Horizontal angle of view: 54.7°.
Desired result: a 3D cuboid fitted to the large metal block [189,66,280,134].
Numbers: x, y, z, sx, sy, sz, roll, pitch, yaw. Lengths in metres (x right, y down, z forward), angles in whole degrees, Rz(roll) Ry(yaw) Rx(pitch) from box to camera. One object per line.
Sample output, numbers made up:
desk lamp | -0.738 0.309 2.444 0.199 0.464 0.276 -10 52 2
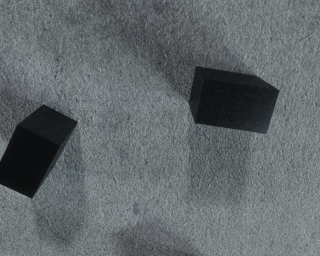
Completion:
large metal block | 0.082 -0.036 0.368 0.081 0.080 0.050 9 110 -3

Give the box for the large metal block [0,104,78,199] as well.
large metal block | -0.153 0.026 0.389 0.050 0.080 0.080 29 107 -10
